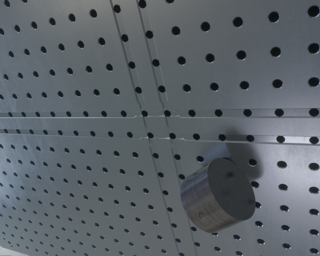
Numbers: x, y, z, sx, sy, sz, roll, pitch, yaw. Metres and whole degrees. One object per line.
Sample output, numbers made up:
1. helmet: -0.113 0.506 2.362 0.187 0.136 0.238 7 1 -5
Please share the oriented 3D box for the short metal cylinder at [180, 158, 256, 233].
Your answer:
1. short metal cylinder: 0.073 0.085 0.390 0.080 0.080 0.050 46 129 -4
